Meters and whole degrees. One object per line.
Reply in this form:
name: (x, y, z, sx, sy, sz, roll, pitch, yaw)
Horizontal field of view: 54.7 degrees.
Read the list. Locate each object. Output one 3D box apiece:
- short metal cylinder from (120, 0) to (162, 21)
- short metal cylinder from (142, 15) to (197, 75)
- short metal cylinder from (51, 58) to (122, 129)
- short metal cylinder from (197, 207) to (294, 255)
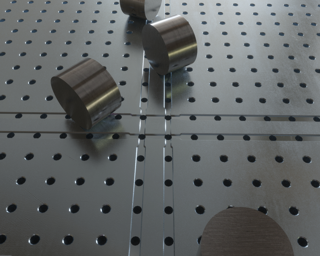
short metal cylinder: (-0.033, -0.248, 0.580, 0.050, 0.080, 0.080, 20, 53, 15)
short metal cylinder: (0.013, -0.128, 0.480, 0.050, 0.080, 0.080, -26, 55, -20)
short metal cylinder: (-0.097, -0.045, 0.408, 0.080, 0.080, 0.050, 35, 58, 25)
short metal cylinder: (0.076, 0.122, 0.290, 0.081, 0.050, 0.080, 0, 50, 0)
